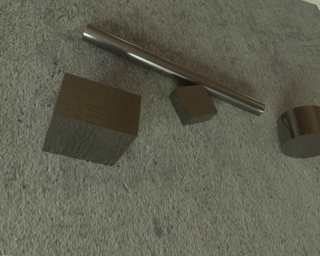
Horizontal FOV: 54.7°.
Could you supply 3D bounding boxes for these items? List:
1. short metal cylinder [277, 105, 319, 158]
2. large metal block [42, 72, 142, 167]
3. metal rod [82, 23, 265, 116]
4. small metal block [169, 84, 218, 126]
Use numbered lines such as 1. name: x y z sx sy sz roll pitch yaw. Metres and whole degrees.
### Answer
1. short metal cylinder: 0.231 0.008 0.491 0.081 0.080 0.050 16 56 -20
2. large metal block: -0.074 -0.004 0.332 0.081 0.080 0.050 16 55 -20
3. metal rod: 0.031 -0.083 0.472 0.302 0.025 0.025 21 54 -16
4. small metal block: 0.049 -0.034 0.453 0.050 0.025 0.050 -12 68 -34
